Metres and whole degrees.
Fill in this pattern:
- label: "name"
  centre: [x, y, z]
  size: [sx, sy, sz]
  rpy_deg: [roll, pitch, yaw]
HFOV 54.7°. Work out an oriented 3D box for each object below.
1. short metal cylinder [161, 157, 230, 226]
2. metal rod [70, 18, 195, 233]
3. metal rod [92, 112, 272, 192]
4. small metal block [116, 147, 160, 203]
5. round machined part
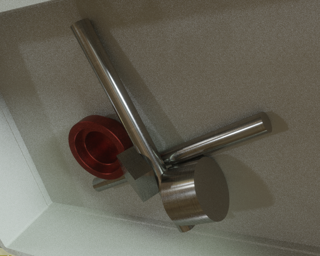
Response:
- label: "short metal cylinder"
  centre: [0.046, 0.082, 0.396]
  size: [0.050, 0.080, 0.080]
  rpy_deg: [-21, 107, 36]
- label: "metal rod"
  centre: [-0.030, 0.003, 0.400]
  size: [0.025, 0.025, 0.299]
  rpy_deg: [-21, 101, 35]
- label: "metal rod"
  centre: [0.007, 0.044, 0.429]
  size: [0.299, 0.025, 0.025]
  rpy_deg: [-25, 105, 36]
- label: "small metal block"
  centre: [-0.029, 0.060, 0.405]
  size: [0.050, 0.025, 0.050]
  rpy_deg: [44, 157, 41]
- label: "round machined part"
  centre: [-0.080, 0.024, 0.451]
  size: [0.098, 0.042, 0.097]
  rpy_deg: [13, 124, 20]
